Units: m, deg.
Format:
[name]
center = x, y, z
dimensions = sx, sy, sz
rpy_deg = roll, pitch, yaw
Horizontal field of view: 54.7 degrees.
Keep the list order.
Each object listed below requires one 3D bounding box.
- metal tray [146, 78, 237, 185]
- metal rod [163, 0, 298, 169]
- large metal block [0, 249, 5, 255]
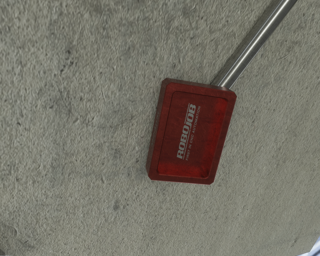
[metal tray]
center = 0.038, 0.007, 0.402
dimensions = 0.091, 0.030, 0.129
rpy_deg = 7, 108, -13
[metal rod]
center = 0.085, -0.059, 0.418
dimensions = 0.025, 0.025, 0.299
rpy_deg = 28, 103, -38
[large metal block]
center = -0.241, 0.166, 0.362
dimensions = 0.081, 0.050, 0.080
rpy_deg = -25, 128, -13
